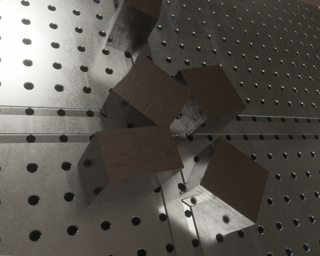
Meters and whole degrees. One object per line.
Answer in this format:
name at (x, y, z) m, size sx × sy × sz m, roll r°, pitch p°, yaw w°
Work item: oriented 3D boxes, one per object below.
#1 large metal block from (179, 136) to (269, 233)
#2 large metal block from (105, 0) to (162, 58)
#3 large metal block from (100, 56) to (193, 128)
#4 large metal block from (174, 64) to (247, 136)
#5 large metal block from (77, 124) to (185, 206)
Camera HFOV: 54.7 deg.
large metal block at (0.083, 0.072, 0.395) m, size 0.080 × 0.050 × 0.080 m, roll 36°, pitch 51°, yaw -5°
large metal block at (-0.037, -0.167, 0.456) m, size 0.050 × 0.080 × 0.080 m, roll 20°, pitch 54°, yaw -17°
large metal block at (-0.017, -0.034, 0.405) m, size 0.080 × 0.050 × 0.080 m, roll 38°, pitch 51°, yaw -3°
large metal block at (0.066, -0.043, 0.455) m, size 0.081 × 0.050 × 0.080 m, roll -15°, pitch 70°, yaw -35°
large metal block at (-0.034, 0.040, 0.331) m, size 0.081 × 0.080 × 0.050 m, roll -6°, pitch 65°, yaw -31°
